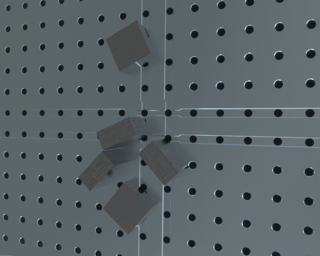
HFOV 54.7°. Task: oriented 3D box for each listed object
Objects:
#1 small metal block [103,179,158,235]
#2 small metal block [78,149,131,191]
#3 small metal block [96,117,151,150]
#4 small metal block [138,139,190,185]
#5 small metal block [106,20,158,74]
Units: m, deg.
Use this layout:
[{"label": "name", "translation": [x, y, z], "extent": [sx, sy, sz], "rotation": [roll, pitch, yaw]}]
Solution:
[{"label": "small metal block", "translation": [-0.041, 0.108, 0.426], "extent": [0.050, 0.025, 0.050], "rotation": [41, 103, 15]}, {"label": "small metal block", "translation": [-0.074, 0.056, 0.424], "extent": [0.050, 0.050, 0.025], "rotation": [-46, 76, 14]}, {"label": "small metal block", "translation": [-0.047, 0.007, 0.415], "extent": [0.050, 0.050, 0.025], "rotation": [-24, 82, 18]}, {"label": "small metal block", "translation": [0.006, 0.042, 0.396], "extent": [0.025, 0.050, 0.050], "rotation": [-44, 77, 15]}, {"label": "small metal block", "translation": [-0.039, -0.110, 0.425], "extent": [0.050, 0.025, 0.050], "rotation": [-26, 82, 18]}]
